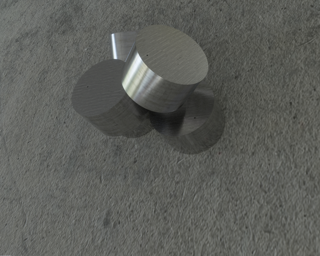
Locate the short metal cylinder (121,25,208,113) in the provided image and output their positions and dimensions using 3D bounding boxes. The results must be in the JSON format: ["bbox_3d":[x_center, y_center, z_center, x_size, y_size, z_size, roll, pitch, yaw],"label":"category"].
[{"bbox_3d":[0.004,-0.063,0.332,0.050,0.081,0.080,127,147,-50],"label":"short metal cylinder"}]

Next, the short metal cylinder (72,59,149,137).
[{"bbox_3d":[-0.058,-0.036,0.375,0.080,0.050,0.080,-13,56,20],"label":"short metal cylinder"}]

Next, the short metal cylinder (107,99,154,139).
[{"bbox_3d":[-0.041,-0.032,0.429,0.080,0.050,0.080,-13,56,20],"label":"short metal cylinder"}]

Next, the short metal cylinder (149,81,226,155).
[{"bbox_3d":[0.034,-0.014,0.378,0.080,0.050,0.080,-13,56,20],"label":"short metal cylinder"}]

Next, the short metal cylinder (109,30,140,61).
[{"bbox_3d":[-0.029,-0.108,0.442,0.080,0.080,0.050,0,101,28],"label":"short metal cylinder"}]
